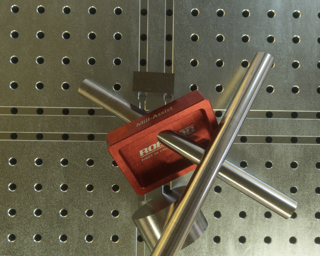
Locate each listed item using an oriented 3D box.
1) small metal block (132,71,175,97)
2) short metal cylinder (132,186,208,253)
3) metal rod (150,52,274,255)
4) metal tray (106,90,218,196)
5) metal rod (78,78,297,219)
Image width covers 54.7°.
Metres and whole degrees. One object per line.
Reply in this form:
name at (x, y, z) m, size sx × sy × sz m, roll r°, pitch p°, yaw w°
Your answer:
small metal block at (-0.008, -0.056, 0.401) m, size 0.050 × 0.050 × 0.025 m, roll 3°, pitch 90°, yaw -1°
short metal cylinder at (0.012, 0.114, 0.386) m, size 0.080 × 0.080 × 0.050 m, roll -28°, pitch 90°, yaw 0°
metal rod at (0.061, 0.036, 0.356) m, size 0.025 × 0.025 × 0.300 m, roll 30°, pitch 75°, yaw 0°
metal tray at (0.010, 0.020, 0.389) m, size 0.131 × 0.030 × 0.090 m, roll -27°, pitch 122°, yaw 0°
metal rod at (0.027, 0.021, 0.388) m, size 0.301 × 0.025 × 0.025 m, roll 31°, pitch 90°, yaw 9°
